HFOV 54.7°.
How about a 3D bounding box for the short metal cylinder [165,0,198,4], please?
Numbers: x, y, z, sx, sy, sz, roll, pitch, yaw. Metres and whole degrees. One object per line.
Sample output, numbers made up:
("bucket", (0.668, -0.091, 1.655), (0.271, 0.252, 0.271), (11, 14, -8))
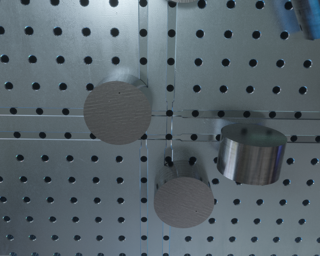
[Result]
("short metal cylinder", (0.025, -0.177, 0.335), (0.081, 0.050, 0.079), (0, 110, 0))

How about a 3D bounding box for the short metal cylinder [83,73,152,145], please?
("short metal cylinder", (-0.050, -0.025, 0.390), (0.081, 0.050, 0.079), (0, 110, 0))

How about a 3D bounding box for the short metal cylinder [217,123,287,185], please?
("short metal cylinder", (0.116, 0.031, 0.396), (0.081, 0.080, 0.050), (3, 110, -1))

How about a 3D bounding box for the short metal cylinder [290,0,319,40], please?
("short metal cylinder", (0.189, -0.137, 0.335), (0.080, 0.080, 0.050), (-25, 108, 9))

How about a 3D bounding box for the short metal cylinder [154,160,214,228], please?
("short metal cylinder", (0.032, 0.092, 0.434), (0.081, 0.050, 0.079), (0, 110, 0))
